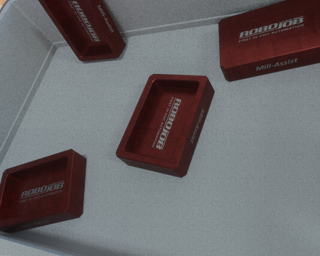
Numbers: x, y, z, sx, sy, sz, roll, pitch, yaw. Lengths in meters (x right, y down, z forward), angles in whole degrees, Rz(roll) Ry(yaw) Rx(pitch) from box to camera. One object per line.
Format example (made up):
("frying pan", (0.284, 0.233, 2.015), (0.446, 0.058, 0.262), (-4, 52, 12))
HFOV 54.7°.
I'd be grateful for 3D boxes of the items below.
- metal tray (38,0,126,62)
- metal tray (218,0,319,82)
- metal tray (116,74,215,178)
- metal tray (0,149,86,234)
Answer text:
("metal tray", (-0.124, -0.172, 0.507), (0.090, 0.130, 0.030), (1, 51, 29))
("metal tray", (0.144, -0.116, 0.398), (0.130, 0.030, 0.090), (-10, 57, 23))
("metal tray", (0.008, -0.008, 0.403), (0.090, 0.030, 0.130), (8, 66, 31))
("metal tray", (-0.169, 0.090, 0.436), (0.130, 0.030, 0.090), (-17, 55, 18))
